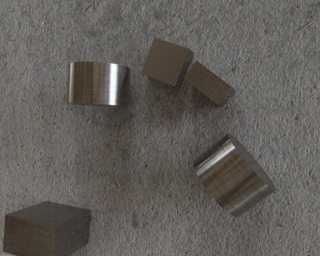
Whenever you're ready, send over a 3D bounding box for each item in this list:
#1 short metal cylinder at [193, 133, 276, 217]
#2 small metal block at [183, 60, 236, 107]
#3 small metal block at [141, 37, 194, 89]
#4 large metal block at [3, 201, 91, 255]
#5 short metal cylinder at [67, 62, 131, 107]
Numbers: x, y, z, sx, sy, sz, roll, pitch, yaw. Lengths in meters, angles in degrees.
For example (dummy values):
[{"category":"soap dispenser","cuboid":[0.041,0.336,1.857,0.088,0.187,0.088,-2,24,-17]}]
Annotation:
[{"category":"short metal cylinder","cuboid":[0.083,0.052,0.350,0.050,0.080,0.080,-42,77,15]},{"category":"small metal block","cuboid":[0.061,-0.052,0.374,0.050,0.050,0.025,41,103,15]},{"category":"small metal block","cuboid":[0.010,-0.085,0.405,0.050,0.025,0.050,24,98,18]},{"category":"large metal block","cuboid":[-0.155,0.143,0.434,0.080,0.080,0.050,5,92,20]},{"category":"short metal cylinder","cuboid":[-0.080,-0.055,0.408,0.080,0.080,0.050,3,91,20]}]
